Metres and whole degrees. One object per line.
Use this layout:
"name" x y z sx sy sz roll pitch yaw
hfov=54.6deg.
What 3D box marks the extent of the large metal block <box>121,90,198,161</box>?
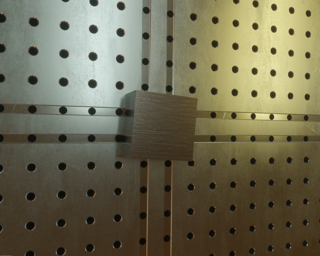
"large metal block" -0.002 -0.002 0.398 0.081 0.050 0.080 5 88 -20
